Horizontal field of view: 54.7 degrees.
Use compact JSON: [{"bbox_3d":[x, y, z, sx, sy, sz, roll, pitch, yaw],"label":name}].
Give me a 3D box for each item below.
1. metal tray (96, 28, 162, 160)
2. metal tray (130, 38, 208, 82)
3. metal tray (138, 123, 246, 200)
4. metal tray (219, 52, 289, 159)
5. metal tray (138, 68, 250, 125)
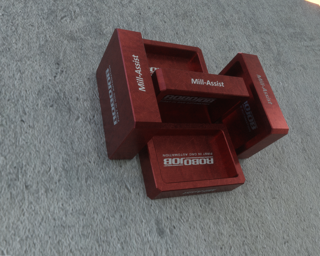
[{"bbox_3d":[-0.042,-0.038,0.364,0.030,0.090,0.130,1,62,-28],"label":"metal tray"},{"bbox_3d":[0.010,-0.082,0.457,0.131,0.030,0.090,0,65,-28],"label":"metal tray"},{"bbox_3d":[0.039,0.039,0.401,0.131,0.030,0.090,1,60,-28],"label":"metal tray"},{"bbox_3d":[0.120,-0.031,0.447,0.030,0.090,0.130,1,61,-28],"label":"metal tray"},{"bbox_3d":[0.039,-0.034,0.407,0.131,0.090,0.030,1,63,-28],"label":"metal tray"}]
